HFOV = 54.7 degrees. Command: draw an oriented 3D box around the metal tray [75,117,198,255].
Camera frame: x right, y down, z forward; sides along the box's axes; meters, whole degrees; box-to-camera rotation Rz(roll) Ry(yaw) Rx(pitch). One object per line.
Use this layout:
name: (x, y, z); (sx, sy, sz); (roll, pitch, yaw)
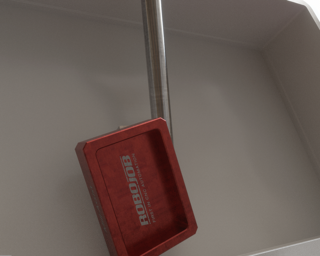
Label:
metal tray: (-0.021, 0.063, 0.315); (0.091, 0.030, 0.129); (-20, 96, -29)

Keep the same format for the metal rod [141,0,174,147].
metal rod: (-0.006, -0.096, 0.381); (0.025, 0.025, 0.298); (-5, 90, -31)

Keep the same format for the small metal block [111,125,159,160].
small metal block: (-0.030, 0.020, 0.363); (0.050, 0.050, 0.025); (-1, 63, -29)
